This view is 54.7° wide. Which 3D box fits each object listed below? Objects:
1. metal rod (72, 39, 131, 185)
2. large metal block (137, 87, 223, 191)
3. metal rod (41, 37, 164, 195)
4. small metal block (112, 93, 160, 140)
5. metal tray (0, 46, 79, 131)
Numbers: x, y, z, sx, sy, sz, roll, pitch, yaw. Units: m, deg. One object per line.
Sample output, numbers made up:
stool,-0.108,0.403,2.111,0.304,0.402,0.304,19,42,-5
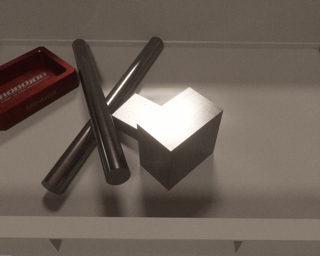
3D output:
metal rod,-0.088,-0.045,0.412,0.025,0.025,0.300,-14,43,-12
large metal block,0.022,0.013,0.359,0.080,0.080,0.050,-36,59,-27
metal rod,-0.064,-0.038,0.436,0.025,0.025,0.301,18,52,14
small metal block,-0.028,-0.014,0.416,0.050,0.025,0.050,28,55,21
metal tray,-0.198,-0.062,0.451,0.090,0.030,0.131,36,58,26
